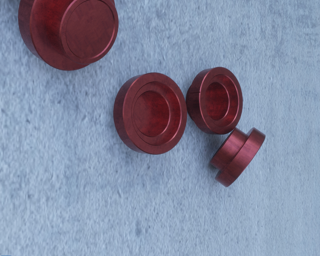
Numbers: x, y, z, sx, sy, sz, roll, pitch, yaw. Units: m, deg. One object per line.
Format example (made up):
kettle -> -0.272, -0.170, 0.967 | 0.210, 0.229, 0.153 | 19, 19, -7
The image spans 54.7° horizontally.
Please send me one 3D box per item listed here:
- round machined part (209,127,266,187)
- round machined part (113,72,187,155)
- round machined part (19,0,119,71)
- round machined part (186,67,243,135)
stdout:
round machined part -> 0.111, 0.037, 0.467 | 0.042, 0.097, 0.098 | 36, 60, 9
round machined part -> -0.016, -0.017, 0.382 | 0.099, 0.042, 0.097 | 0, 90, -40
round machined part -> -0.079, -0.101, 0.300 | 0.099, 0.042, 0.097 | -37, 145, -32
round machined part -> 0.077, -0.039, 0.460 | 0.099, 0.042, 0.097 | 0, 90, -40
